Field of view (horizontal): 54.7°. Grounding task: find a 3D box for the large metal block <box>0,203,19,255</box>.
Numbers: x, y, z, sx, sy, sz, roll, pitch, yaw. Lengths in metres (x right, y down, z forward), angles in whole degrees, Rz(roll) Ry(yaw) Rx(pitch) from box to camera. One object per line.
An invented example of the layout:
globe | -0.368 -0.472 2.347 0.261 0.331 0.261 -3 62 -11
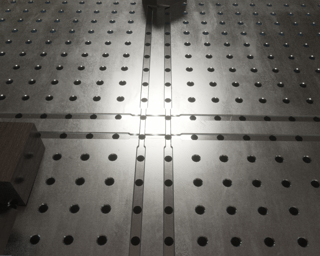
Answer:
large metal block | -0.191 0.103 0.280 0.080 0.050 0.080 17 85 13

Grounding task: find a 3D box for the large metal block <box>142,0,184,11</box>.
large metal block | 0.010 -0.293 0.619 0.081 0.080 0.050 -31 57 -24

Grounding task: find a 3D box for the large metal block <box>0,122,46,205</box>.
large metal block | -0.189 0.039 0.355 0.081 0.050 0.080 2 49 1
